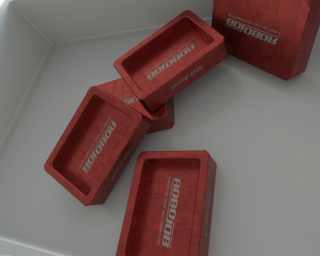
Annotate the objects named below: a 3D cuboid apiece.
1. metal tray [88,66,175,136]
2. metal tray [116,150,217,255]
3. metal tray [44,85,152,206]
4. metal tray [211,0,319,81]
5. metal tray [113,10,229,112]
[{"bbox_3d":[-0.046,-0.031,0.444,0.130,0.030,0.090,-14,56,20],"label":"metal tray"},{"bbox_3d":[0.009,0.090,0.341,0.090,0.030,0.130,-3,60,26],"label":"metal tray"},{"bbox_3d":[-0.082,0.022,0.399,0.090,0.030,0.130,32,93,25],"label":"metal tray"},{"bbox_3d":[0.120,-0.124,0.374,0.030,0.089,0.130,-27,46,-28],"label":"metal tray"},{"bbox_3d":[0.012,-0.092,0.412,0.130,0.030,0.090,-36,53,0],"label":"metal tray"}]
